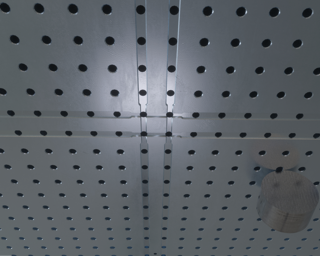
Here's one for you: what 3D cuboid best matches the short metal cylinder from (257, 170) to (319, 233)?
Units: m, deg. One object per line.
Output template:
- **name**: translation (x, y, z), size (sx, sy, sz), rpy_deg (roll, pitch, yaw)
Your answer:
- **short metal cylinder**: translation (0.192, 0.111, 0.472), size (0.080, 0.080, 0.050), rpy_deg (-2, 130, 2)
